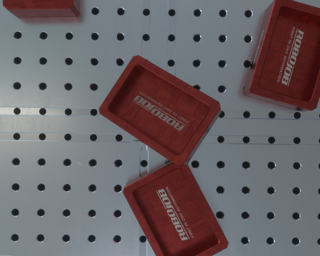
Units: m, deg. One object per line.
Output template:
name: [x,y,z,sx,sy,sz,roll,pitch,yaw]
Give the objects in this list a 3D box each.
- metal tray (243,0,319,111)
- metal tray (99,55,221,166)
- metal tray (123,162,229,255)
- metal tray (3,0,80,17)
metal tray: [0.174,-0.095,0.411,0.090,0.030,0.129,16,90,0]
metal tray: [0.000,-0.022,0.393,0.130,0.030,0.090,33,89,15]
metal tray: [0.020,0.115,0.410,0.090,0.030,0.130,-28,90,0]
metal tray: [-0.157,-0.217,0.410,0.090,0.030,0.129,-1,90,0]
